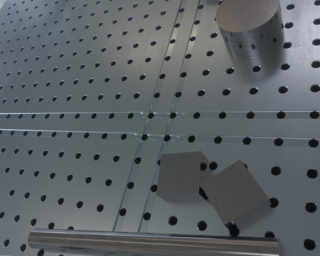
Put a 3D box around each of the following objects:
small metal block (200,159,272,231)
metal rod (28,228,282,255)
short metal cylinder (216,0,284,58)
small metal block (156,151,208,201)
[{"bbox_3d":[0.079,0.070,0.324,0.050,0.025,0.050,-34,51,6],"label":"small metal block"},{"bbox_3d":[-0.027,0.129,0.343,0.300,0.025,0.025,-7,59,24],"label":"metal rod"},{"bbox_3d":[0.121,-0.141,0.415,0.080,0.050,0.080,-13,56,21],"label":"short metal cylinder"},{"bbox_3d":[0.027,0.057,0.360,0.050,0.025,0.050,-7,58,24],"label":"small metal block"}]
